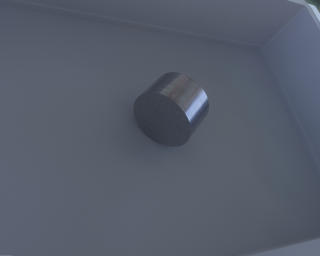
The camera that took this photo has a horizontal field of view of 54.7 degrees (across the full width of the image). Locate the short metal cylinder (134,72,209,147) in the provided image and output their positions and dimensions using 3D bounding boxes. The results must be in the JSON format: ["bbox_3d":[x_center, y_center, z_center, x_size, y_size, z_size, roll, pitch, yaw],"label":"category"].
[{"bbox_3d":[0.014,-0.023,0.390,0.080,0.080,0.050,41,51,-1],"label":"short metal cylinder"}]
